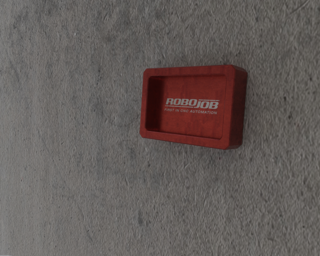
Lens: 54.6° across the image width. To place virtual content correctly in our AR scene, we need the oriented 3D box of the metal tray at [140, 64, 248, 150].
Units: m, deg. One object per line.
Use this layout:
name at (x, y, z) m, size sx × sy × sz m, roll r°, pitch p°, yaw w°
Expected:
metal tray at (0.035, -0.027, 0.373) m, size 0.130 × 0.030 × 0.089 m, roll 6°, pitch 94°, yaw 40°
